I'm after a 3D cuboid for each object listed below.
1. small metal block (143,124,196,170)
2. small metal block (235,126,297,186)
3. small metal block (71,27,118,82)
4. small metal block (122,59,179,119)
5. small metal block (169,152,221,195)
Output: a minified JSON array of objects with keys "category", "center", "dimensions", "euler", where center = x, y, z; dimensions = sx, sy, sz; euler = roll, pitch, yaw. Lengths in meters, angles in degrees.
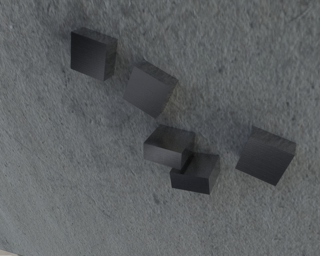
[{"category":"small metal block","center":[0.013,0.023,0.397],"dimensions":[0.050,0.050,0.025],"euler":[14,124,20]},{"category":"small metal block","center":[0.123,0.033,0.362],"dimensions":[0.050,0.025,0.050],"euler":[24,127,13]},{"category":"small metal block","center":[-0.084,-0.093,0.392],"dimensions":[0.050,0.025,0.050],"euler":[23,127,14]},{"category":"small metal block","center":[-0.012,-0.048,0.383],"dimensions":[0.050,0.025,0.050],"euler":[32,128,7]},{"category":"small metal block","center":[0.047,0.056,0.400],"dimensions":[0.050,0.050,0.025],"euler":[6,121,25]}]
